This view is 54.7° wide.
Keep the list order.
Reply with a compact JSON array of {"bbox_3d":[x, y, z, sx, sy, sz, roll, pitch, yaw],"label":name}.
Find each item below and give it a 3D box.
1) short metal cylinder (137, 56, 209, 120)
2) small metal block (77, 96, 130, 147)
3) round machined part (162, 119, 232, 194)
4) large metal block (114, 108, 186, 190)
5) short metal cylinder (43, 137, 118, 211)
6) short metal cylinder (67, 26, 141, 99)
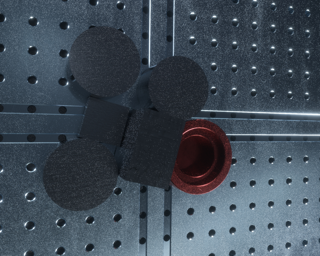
[{"bbox_3d":[0.016,-0.049,0.405,0.081,0.050,0.080,0,90,-20],"label":"short metal cylinder"},{"bbox_3d":[-0.071,-0.007,0.386,0.050,0.025,0.050,16,85,-20],"label":"small metal block"},{"bbox_3d":[0.044,0.037,0.420,0.099,0.042,0.097,0,90,-20],"label":"round machined part"},{"bbox_3d":[-0.017,0.023,0.374,0.050,0.080,0.080,17,85,-19],"label":"large metal block"},{"bbox_3d":[-0.094,0.051,0.364,0.081,0.050,0.080,0,90,-20],"label":"short metal cylinder"},{"bbox_3d":[-0.069,-0.075,0.373,0.081,0.050,0.080,0,90,-20],"label":"short metal cylinder"}]
